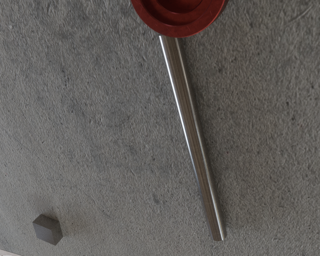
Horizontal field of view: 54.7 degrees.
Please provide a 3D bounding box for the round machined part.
[{"bbox_3d":[0.021,-0.141,0.297,0.098,0.042,0.097,13,124,20],"label":"round machined part"}]

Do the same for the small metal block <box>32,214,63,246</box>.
[{"bbox_3d":[-0.241,0.219,0.666,0.050,0.025,0.050,13,124,21],"label":"small metal block"}]

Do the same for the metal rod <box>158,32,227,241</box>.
[{"bbox_3d":[0.048,0.027,0.397,0.025,0.025,0.298,-2,118,29],"label":"metal rod"}]
